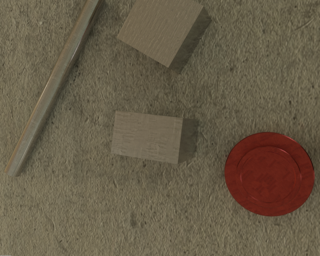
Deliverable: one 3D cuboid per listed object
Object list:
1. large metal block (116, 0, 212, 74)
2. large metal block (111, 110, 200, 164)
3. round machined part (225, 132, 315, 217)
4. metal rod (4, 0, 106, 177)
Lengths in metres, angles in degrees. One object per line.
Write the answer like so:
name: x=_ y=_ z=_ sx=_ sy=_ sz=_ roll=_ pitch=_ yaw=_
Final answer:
large metal block: x=0.006 y=-0.126 z=0.393 sx=0.080 sy=0.050 sz=0.080 roll=33 pitch=101 yaw=16
large metal block: x=-0.002 y=0.009 z=0.380 sx=0.080 sy=0.080 sz=0.050 roll=7 pitch=93 yaw=19
round machined part: x=0.124 y=0.054 z=0.356 sx=0.098 sy=0.042 sz=0.097 roll=0 pitch=90 yaw=19
metal rod: x=-0.161 y=-0.058 z=0.463 sx=0.025 sy=0.025 sz=0.299 roll=32 pitch=100 yaw=17
